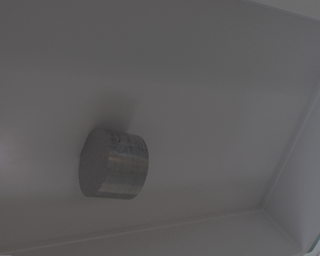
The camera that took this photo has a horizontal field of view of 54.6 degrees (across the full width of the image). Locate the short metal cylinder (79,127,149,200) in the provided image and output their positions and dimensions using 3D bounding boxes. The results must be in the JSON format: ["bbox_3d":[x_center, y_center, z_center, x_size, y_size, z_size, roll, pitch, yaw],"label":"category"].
[{"bbox_3d":[-0.057,0.043,0.368,0.050,0.080,0.080,13,111,-34],"label":"short metal cylinder"}]
